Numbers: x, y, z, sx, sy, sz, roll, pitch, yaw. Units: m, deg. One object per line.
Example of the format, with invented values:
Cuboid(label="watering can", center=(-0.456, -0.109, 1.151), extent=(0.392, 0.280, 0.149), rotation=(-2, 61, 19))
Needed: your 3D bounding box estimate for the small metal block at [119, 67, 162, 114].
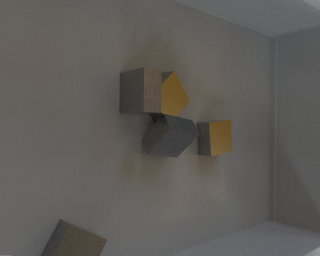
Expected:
Cuboid(label="small metal block", center=(-0.024, -0.042, 0.370), extent=(0.025, 0.050, 0.050), rotation=(1, 89, -40))

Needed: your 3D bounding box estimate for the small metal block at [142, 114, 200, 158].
Cuboid(label="small metal block", center=(0.014, 0.011, 0.399), extent=(0.050, 0.050, 0.025), rotation=(11, 43, -40))

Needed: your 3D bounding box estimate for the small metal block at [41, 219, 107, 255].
Cuboid(label="small metal block", center=(-0.093, 0.132, 0.329), extent=(0.050, 0.025, 0.050), rotation=(38, 67, -33))

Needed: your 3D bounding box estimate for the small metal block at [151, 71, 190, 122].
Cuboid(label="small metal block", center=(0.007, -0.039, 0.409), extent=(0.050, 0.025, 0.050), rotation=(-49, 124, -29))

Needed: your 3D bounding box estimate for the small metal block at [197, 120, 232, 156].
Cuboid(label="small metal block", center=(0.084, 0.014, 0.477), extent=(0.050, 0.025, 0.050), rotation=(-7, 95, -40))
